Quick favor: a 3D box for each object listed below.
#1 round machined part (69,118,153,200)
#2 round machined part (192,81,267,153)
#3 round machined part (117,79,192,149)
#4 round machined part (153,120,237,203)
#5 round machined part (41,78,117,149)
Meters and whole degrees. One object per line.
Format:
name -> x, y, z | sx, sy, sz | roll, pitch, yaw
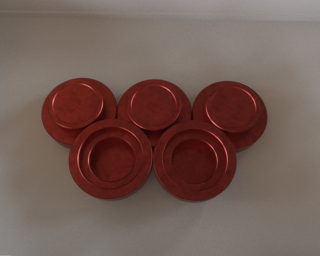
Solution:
round machined part -> -0.058, 0.041, 0.383 | 0.099, 0.042, 0.098 | 0, 70, 0
round machined part -> 0.091, -0.019, 0.405 | 0.099, 0.042, 0.098 | 0, 69, 0
round machined part -> -0.008, -0.022, 0.406 | 0.099, 0.042, 0.098 | 0, 69, 0
round machined part -> 0.041, 0.043, 0.383 | 0.099, 0.042, 0.098 | 0, 70, 0
round machined part -> -0.106, -0.024, 0.406 | 0.099, 0.042, 0.098 | 0, 69, -1
